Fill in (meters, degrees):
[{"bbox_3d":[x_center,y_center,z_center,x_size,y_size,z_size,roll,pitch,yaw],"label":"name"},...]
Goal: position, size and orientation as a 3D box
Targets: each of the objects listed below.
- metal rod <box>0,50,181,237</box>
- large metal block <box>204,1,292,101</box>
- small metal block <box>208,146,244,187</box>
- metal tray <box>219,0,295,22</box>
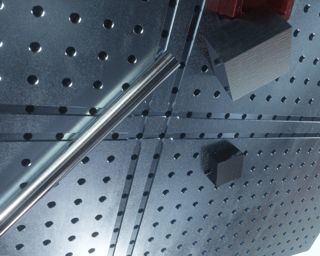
[{"bbox_3d":[-0.093,0.020,0.373,0.300,0.025,0.025,-44,130,2],"label":"metal rod"},{"bbox_3d":[0.108,-0.090,0.377,0.080,0.050,0.080,-28,147,4],"label":"large metal block"},{"bbox_3d":[0.109,0.063,0.512,0.050,0.025,0.050,-17,125,-19],"label":"small metal block"},{"bbox_3d":[0.125,-0.192,0.359,0.091,0.030,0.129,-8,122,-25],"label":"metal tray"}]
